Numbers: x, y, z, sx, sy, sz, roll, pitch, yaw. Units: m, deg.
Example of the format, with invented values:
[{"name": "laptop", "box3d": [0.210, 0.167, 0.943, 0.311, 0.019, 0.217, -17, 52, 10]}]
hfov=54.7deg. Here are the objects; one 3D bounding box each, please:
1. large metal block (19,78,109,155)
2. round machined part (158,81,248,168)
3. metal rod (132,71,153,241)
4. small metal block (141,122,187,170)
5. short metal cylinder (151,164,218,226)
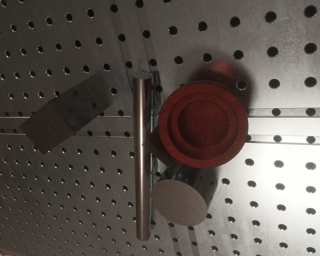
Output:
[{"name": "large metal block", "box3d": [-0.132, -0.016, 0.433, 0.080, 0.080, 0.050, -28, 103, 37]}, {"name": "round machined part", "box3d": [0.050, -0.007, 0.357, 0.098, 0.042, 0.097, 3, 106, 12]}, {"name": "metal rod", "box3d": [-0.025, 0.061, 0.460, 0.025, 0.025, 0.298, 15, 125, 20]}, {"name": "small metal block", "box3d": [0.014, 0.016, 0.393, 0.050, 0.050, 0.025, 40, 154, 1]}, {"name": "short metal cylinder", "box3d": [0.034, 0.088, 0.431, 0.080, 0.050, 0.079, 13, 124, 20]}]
